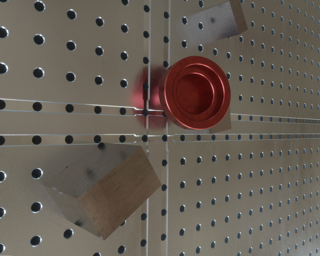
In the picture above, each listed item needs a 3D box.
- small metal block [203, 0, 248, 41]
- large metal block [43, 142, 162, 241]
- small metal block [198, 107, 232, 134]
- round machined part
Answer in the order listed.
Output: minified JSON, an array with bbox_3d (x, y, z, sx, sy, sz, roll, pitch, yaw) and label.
[{"bbox_3d":[0.102,-0.168,0.480,0.025,0.050,0.050,-36,113,-34],"label":"small metal block"},{"bbox_3d":[-0.060,0.060,0.324,0.080,0.080,0.050,-39,115,-33],"label":"large metal block"},{"bbox_3d":[0.084,-0.019,0.482,0.050,0.025,0.050,-11,97,-40],"label":"small metal block"},{"bbox_3d":[0.044,-0.046,0.425,0.099,0.042,0.097,1,87,-22],"label":"round machined part"}]
